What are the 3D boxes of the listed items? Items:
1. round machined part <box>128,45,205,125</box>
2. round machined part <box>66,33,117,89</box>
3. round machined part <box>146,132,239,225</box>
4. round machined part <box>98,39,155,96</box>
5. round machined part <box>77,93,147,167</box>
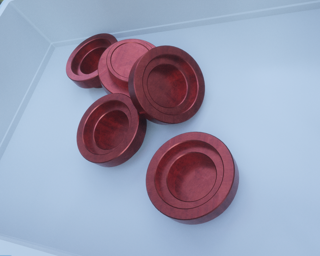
[{"bbox_3d":[0.005,-0.052,0.399,0.098,0.098,0.042,-62,20,-16],"label":"round machined part"},{"bbox_3d":[-0.101,-0.105,0.510,0.098,0.042,0.098,-13,56,20],"label":"round machined part"},{"bbox_3d":[0.037,0.057,0.340,0.098,0.042,0.098,-13,56,20],"label":"round machined part"},{"bbox_3d":[-0.039,-0.086,0.441,0.099,0.042,0.098,1,71,-2],"label":"round machined part"},{"bbox_3d":[-0.060,0.006,0.416,0.098,0.042,0.098,-12,63,25],"label":"round machined part"}]
